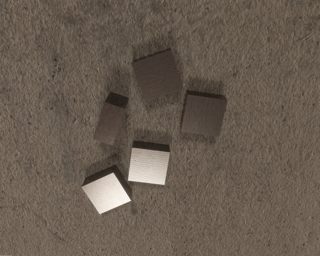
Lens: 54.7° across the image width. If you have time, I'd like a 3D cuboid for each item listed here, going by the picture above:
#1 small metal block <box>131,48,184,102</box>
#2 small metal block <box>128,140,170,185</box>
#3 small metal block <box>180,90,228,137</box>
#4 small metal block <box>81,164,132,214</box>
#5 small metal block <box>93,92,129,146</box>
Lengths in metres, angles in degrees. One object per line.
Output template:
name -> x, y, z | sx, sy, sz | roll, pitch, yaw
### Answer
small metal block -> -0.003, -0.067, 0.385 | 0.050, 0.025, 0.050 | -18, 109, 6
small metal block -> -0.015, 0.048, 0.427 | 0.050, 0.025, 0.050 | 7, 110, -3
small metal block -> 0.056, -0.019, 0.404 | 0.050, 0.025, 0.050 | 8, 110, -4
small metal block -> -0.074, 0.087, 0.441 | 0.050, 0.025, 0.050 | -25, 109, 8
small metal block -> -0.061, -0.013, 0.391 | 0.025, 0.050, 0.050 | 19, 109, -7
